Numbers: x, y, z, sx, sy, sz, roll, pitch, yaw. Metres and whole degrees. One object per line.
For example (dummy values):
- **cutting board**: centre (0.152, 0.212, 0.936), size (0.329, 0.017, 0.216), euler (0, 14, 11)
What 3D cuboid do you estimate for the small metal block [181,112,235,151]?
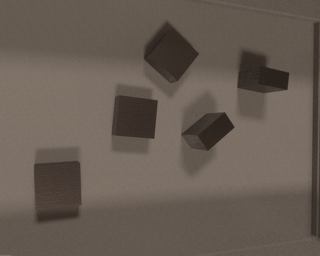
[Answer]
- **small metal block**: centre (0.064, 0.004, 0.422), size (0.050, 0.050, 0.025), euler (-39, 103, -16)

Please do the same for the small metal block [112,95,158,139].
- **small metal block**: centre (-0.033, -0.013, 0.399), size (0.050, 0.025, 0.050), euler (6, 88, -20)

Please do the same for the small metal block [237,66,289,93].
- **small metal block**: centre (0.151, -0.070, 0.455), size (0.050, 0.050, 0.025), euler (8, 88, -20)

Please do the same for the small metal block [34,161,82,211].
- **small metal block**: centre (-0.121, 0.067, 0.366), size (0.050, 0.025, 0.050), euler (-2, 91, -20)

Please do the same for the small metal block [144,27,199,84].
- **small metal block**: centre (0.016, -0.096, 0.417), size (0.050, 0.025, 0.050), euler (41, 77, -16)
